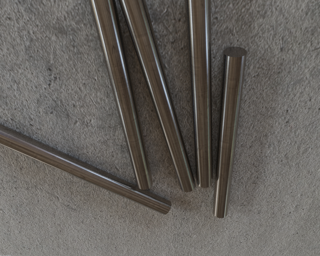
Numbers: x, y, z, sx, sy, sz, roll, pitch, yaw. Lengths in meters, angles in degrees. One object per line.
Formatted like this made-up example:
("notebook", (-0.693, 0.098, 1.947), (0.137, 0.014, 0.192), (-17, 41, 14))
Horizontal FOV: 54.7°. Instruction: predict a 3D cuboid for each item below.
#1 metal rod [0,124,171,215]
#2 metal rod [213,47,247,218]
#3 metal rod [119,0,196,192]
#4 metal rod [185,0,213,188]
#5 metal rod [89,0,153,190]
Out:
("metal rod", (-0.109, 0.066, 0.461), (0.301, 0.025, 0.025), (29, 124, -23))
("metal rod", (0.092, 0.030, 0.433), (0.025, 0.025, 0.298), (-3, 130, 2))
("metal rod", (0.007, -0.020, 0.389), (0.025, 0.025, 0.299), (-11, 130, 9))
("metal rod", (0.051, -0.030, 0.381), (0.025, 0.025, 0.298), (-5, 130, 4))
("metal rod", (-0.041, -0.027, 0.383), (0.025, 0.025, 0.298), (-5, 130, 4))
